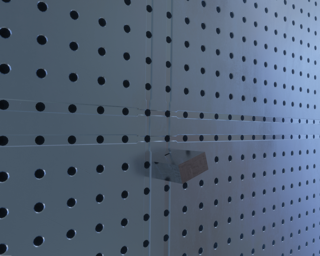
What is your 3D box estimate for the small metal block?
[{"bbox_3d":[0.027,0.050,0.415,0.050,0.050,0.025,-21,103,-38],"label":"small metal block"}]
